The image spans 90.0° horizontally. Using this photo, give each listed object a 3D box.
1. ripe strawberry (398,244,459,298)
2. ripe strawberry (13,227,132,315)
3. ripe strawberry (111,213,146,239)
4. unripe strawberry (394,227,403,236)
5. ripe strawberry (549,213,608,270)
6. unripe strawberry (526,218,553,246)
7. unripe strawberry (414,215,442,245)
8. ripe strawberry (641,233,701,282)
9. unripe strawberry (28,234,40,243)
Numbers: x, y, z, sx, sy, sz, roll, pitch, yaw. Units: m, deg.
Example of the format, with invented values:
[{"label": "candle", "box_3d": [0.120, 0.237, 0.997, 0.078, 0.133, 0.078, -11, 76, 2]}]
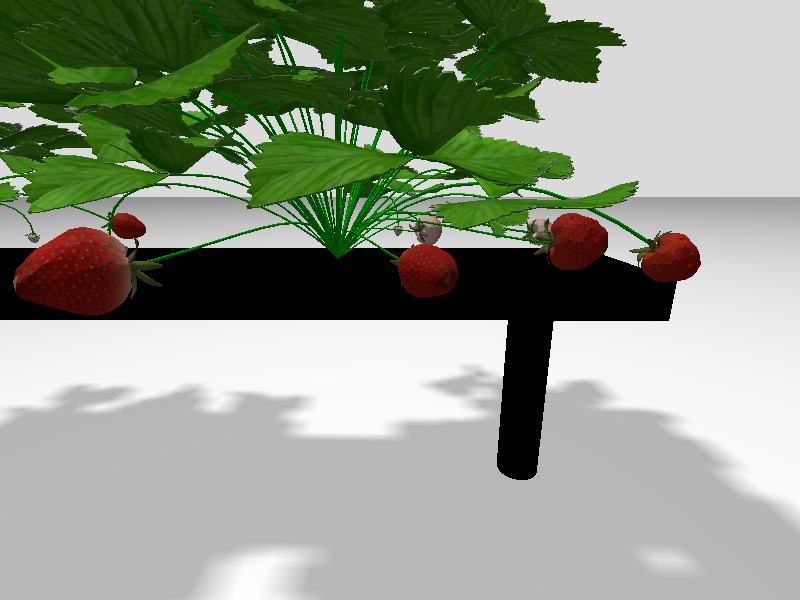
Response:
[{"label": "ripe strawberry", "box_3d": [0.017, -0.016, 0.223, 0.035, 0.030, 0.035, -9, 19, -27]}, {"label": "ripe strawberry", "box_3d": [-0.160, -0.013, 0.196, 0.042, 0.044, 0.046, 10, 20, 32]}, {"label": "ripe strawberry", "box_3d": [-0.316, -0.085, 0.466, 0.035, 0.030, 0.035, 13, 6, -36]}, {"label": "unripe strawberry", "box_3d": [-0.002, -0.082, 0.480, 0.010, 0.011, 0.011, 6, 17, 20]}, {"label": "ripe strawberry", "box_3d": [0.131, -0.042, 0.295, 0.041, 0.043, 0.038, 5, 17, 16]}, {"label": "unripe strawberry", "box_3d": [0.151, -0.072, 0.422, 0.029, 0.028, 0.031, -5, 17, -20]}, {"label": "unripe strawberry", "box_3d": [0.033, -0.077, 0.438, 0.032, 0.034, 0.035, 15, 21, 42]}, {"label": "ripe strawberry", "box_3d": [0.175, -0.025, 0.257, 0.031, 0.032, 0.028, 37, 26, 10]}, {"label": "unripe strawberry", "box_3d": [-0.401, -0.067, 0.439, 0.010, 0.010, 0.011, -13, 21, -39]}]
